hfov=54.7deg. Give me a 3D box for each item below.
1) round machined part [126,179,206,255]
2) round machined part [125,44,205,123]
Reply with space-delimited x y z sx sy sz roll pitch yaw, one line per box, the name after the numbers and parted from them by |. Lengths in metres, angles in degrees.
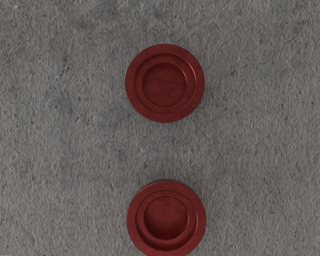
0.008 0.114 0.401 0.099 0.042 0.097 0 90 0 | round machined part
0.006 -0.055 0.401 0.099 0.042 0.097 0 90 0 | round machined part
